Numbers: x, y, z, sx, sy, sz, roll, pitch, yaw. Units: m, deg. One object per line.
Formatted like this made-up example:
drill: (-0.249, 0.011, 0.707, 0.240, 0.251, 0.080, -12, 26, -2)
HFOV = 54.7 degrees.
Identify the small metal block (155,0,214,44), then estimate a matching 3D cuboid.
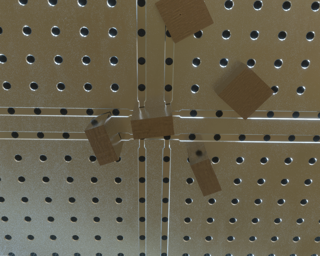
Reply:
small metal block: (0.028, -0.135, 0.364, 0.050, 0.025, 0.050, -26, 108, 9)

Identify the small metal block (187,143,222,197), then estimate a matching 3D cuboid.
small metal block: (0.060, 0.056, 0.422, 0.025, 0.050, 0.050, -22, 109, 7)

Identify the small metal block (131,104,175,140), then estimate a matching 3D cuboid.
small metal block: (-0.009, -0.009, 0.397, 0.050, 0.050, 0.025, -7, 110, 2)

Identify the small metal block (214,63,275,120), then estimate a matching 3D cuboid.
small metal block: (0.108, -0.047, 0.398, 0.050, 0.025, 0.050, 40, 105, -14)

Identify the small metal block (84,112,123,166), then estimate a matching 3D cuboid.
small metal block: (-0.072, 0.013, 0.404, 0.025, 0.050, 0.050, -18, 109, 6)
